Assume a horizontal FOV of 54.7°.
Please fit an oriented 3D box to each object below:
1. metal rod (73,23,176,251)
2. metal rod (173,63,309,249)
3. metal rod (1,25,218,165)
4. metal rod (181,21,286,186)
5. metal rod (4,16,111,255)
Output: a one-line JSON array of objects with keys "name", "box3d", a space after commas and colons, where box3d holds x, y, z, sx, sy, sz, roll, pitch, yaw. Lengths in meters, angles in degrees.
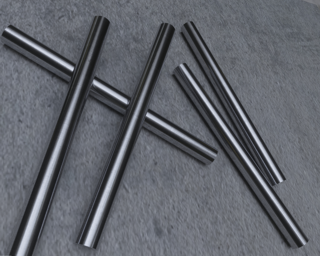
[{"name": "metal rod", "box3d": [-0.031, -0.012, 0.367, 0.025, 0.025, 0.300, 25, 61, -13]}, {"name": "metal rod", "box3d": [0.109, 0.031, 0.445, 0.025, 0.025, 0.299, -23, 74, -37]}, {"name": "metal rod", "box3d": [-0.057, -0.037, 0.396, 0.301, 0.025, 0.025, 31, 52, -9]}, {"name": "metal rod", "box3d": [0.110, -0.048, 0.494, 0.025, 0.025, 0.299, -14, 69, -34]}, {"name": "metal rod", "box3d": [-0.100, -0.006, 0.332, 0.025, 0.025, 0.300, 20, 61, -17]}]
